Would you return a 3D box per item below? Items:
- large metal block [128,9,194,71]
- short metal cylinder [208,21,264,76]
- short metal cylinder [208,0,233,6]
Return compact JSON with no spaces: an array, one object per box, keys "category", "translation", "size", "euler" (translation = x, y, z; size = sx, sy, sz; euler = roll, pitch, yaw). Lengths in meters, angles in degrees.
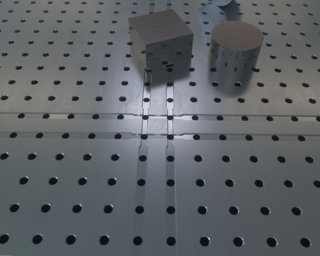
[{"category":"large metal block","translation":[0.000,-0.148,0.516],"size":[0.081,0.050,0.080],"euler":[-18,52,-14]},{"category":"short metal cylinder","translation":[0.121,-0.129,0.500],"size":[0.080,0.050,0.080],"euler":[0,50,0]},{"category":"short metal cylinder","translation":[0.130,-0.293,0.619],"size":[0.080,0.080,0.050],"euler":[34,58,25]}]
